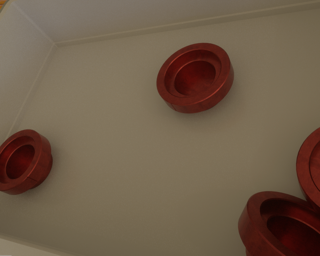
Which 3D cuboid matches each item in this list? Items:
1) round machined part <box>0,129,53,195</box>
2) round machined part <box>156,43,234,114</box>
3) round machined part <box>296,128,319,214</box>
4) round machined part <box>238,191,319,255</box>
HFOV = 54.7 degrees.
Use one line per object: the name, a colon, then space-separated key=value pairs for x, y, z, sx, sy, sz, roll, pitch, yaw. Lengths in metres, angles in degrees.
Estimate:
round machined part: x=-0.204 y=0.054 z=0.469 sx=0.098 sy=0.042 sz=0.098 roll=-13 pitch=56 yaw=21
round machined part: x=0.048 y=-0.060 z=0.406 sx=0.098 sy=0.042 sz=0.098 roll=-13 pitch=56 yaw=21
round machined part: x=0.176 y=0.043 z=0.276 sx=0.098 sy=0.042 sz=0.098 roll=-13 pitch=56 yaw=21
round machined part: x=0.110 y=0.099 z=0.253 sx=0.098 sy=0.099 sz=0.042 roll=37 pitch=120 yaw=38
